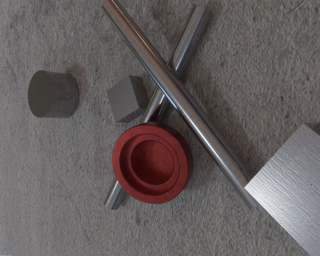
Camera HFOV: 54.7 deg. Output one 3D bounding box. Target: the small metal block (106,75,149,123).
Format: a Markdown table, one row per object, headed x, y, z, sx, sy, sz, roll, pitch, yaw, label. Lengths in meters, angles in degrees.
| x | y | z | sx | sy | sz | roll | pitch | yaw | label |
| --- | --- | --- | --- | --- | --- | --- | --- | --- | --- |
| -0.045 | -0.040 | 0.440 | 0.050 | 0.025 | 0.050 | -28 | 73 | 36 | small metal block |

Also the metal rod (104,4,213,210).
| x | y | z | sx | sy | sz | roll | pitch | yaw | label |
| --- | --- | --- | --- | --- | --- | --- | --- | --- | --- |
| -0.011 | -0.013 | 0.411 | 0.025 | 0.025 | 0.298 | 39 | 113 | 33 | metal rod |

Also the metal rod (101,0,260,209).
| x | y | z | sx | sy | sz | roll | pitch | yaw | label |
| --- | --- | --- | --- | --- | --- | --- | --- | --- | --- |
| 0.019 | -0.041 | 0.359 | 0.025 | 0.025 | 0.299 | -45 | 72 | 30 | metal rod |

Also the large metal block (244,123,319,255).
| x | y | z | sx | sy | sz | roll | pitch | yaw | label |
| --- | --- | --- | --- | --- | --- | --- | --- | --- | --- |
| 0.139 | 0.052 | 0.274 | 0.080 | 0.050 | 0.080 | 48 | 118 | 29 | large metal block |

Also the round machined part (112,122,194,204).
| x | y | z | sx | sy | sz | roll | pitch | yaw | label |
| --- | --- | --- | --- | --- | --- | --- | --- | --- | --- |
| -0.006 | 0.040 | 0.384 | 0.098 | 0.042 | 0.097 | 4 | 102 | 20 | round machined part |

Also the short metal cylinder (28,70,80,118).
| x | y | z | sx | sy | sz | roll | pitch | yaw | label |
| --- | --- | --- | --- | --- | --- | --- | --- | --- | --- |
| -0.185 | -0.057 | 0.538 | 0.080 | 0.050 | 0.079 | 0 | 90 | 39 | short metal cylinder |
